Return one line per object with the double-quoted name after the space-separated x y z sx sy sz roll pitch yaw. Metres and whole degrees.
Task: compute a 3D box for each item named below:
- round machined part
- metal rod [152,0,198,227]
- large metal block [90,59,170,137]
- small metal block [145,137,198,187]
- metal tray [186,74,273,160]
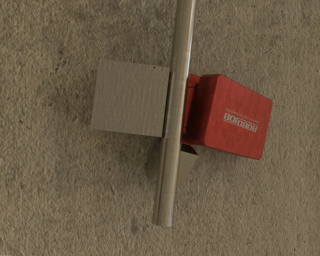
0.037 -0.025 0.415 0.099 0.042 0.097 0 90 -20 "round machined part"
0.020 -0.036 0.373 0.025 0.025 0.298 8 85 -20 "metal rod"
-0.034 -0.033 0.373 0.081 0.050 0.080 7 88 -2 "large metal block"
0.014 0.045 0.405 0.050 0.025 0.050 17 110 -19 "small metal block"
0.099 -0.011 0.421 0.131 0.030 0.090 16 85 -40 "metal tray"
